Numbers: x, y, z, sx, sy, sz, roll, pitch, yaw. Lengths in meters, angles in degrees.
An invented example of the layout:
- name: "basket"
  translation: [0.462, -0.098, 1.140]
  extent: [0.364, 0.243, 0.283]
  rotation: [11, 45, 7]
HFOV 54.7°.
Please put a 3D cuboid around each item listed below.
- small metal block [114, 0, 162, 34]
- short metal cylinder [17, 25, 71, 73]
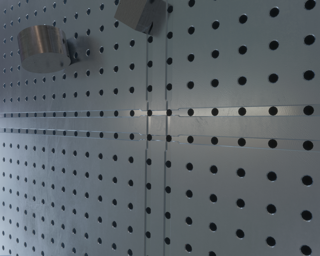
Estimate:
- name: "small metal block"
  translation: [-0.032, -0.168, 0.436]
  extent: [0.050, 0.025, 0.050]
  rotation: [40, 114, 33]
- name: "short metal cylinder"
  translation: [-0.201, -0.135, 0.540]
  extent: [0.080, 0.081, 0.050]
  rotation: [-22, 76, 38]
